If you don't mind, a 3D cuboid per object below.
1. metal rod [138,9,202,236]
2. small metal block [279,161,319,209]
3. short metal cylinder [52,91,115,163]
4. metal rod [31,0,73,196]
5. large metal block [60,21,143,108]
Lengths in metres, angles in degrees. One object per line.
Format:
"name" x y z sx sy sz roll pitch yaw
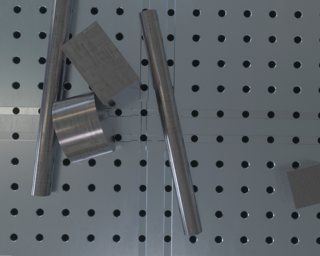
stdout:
"metal rod" 0.014 -0.007 0.413 0.025 0.025 0.298 -12 90 0
"small metal block" 0.195 0.075 0.415 0.050 0.025 0.050 -14 90 0
"short metal cylinder" -0.092 -0.002 0.385 0.050 0.080 0.080 -16 90 0
"metal rod" -0.141 -0.060 0.412 0.025 0.025 0.298 7 90 0
"large metal block" -0.067 -0.073 0.385 0.050 0.080 0.080 -37 90 0
